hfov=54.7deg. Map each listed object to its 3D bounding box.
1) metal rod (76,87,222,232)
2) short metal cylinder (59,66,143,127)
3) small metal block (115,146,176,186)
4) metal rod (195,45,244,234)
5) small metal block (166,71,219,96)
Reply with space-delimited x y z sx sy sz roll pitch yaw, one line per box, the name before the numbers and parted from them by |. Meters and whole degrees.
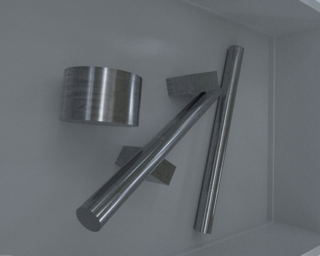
metal rod | 0.013 0.008 0.365 0.302 0.025 0.025 -43 118 -50
short metal cylinder | -0.060 -0.029 0.322 0.081 0.080 0.050 7 86 -40
small metal block | -0.018 0.045 0.378 0.050 0.050 0.025 37 67 -34
metal rod | 0.096 0.012 0.489 0.025 0.025 0.299 21 77 -39
small metal block | 0.045 -0.062 0.430 0.050 0.050 0.025 -15 100 -39
